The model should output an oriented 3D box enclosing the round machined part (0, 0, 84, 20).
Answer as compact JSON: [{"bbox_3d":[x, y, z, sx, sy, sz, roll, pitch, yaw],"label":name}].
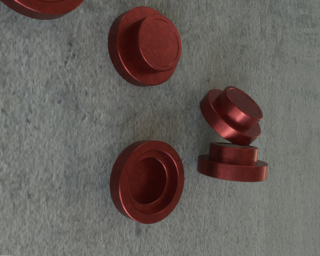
[{"bbox_3d":[-0.120,-0.152,0.294,0.099,0.042,0.097,0,90,-40],"label":"round machined part"}]

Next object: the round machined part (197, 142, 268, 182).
[{"bbox_3d":[0.104,0.045,0.445,0.099,0.098,0.042,2,94,-40],"label":"round machined part"}]

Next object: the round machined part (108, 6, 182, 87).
[{"bbox_3d":[-0.011,-0.102,0.386,0.099,0.042,0.097,0,90,-40],"label":"round machined part"}]

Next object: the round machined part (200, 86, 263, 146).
[{"bbox_3d":[0.111,-0.024,0.455,0.099,0.042,0.098,25,35,-19],"label":"round machined part"}]

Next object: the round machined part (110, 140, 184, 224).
[{"bbox_3d":[-0.020,0.063,0.379,0.099,0.042,0.097,0,90,-40],"label":"round machined part"}]
